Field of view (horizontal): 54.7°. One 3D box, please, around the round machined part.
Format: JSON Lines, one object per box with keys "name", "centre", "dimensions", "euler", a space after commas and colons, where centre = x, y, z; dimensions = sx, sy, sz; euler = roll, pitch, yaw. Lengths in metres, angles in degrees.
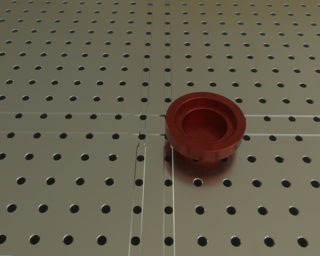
{"name": "round machined part", "centre": [0.056, 0.002, 0.395], "dimensions": [0.099, 0.042, 0.098], "euler": [0, 50, 0]}
